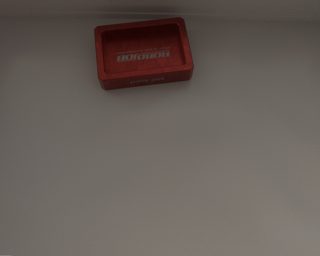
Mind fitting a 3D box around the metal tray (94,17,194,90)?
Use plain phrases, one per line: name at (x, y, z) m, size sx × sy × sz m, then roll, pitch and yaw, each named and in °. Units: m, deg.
metal tray at (-0.024, -0.108, 0.445) m, size 0.131 × 0.030 × 0.090 m, roll -7°, pitch 70°, yaw -3°
